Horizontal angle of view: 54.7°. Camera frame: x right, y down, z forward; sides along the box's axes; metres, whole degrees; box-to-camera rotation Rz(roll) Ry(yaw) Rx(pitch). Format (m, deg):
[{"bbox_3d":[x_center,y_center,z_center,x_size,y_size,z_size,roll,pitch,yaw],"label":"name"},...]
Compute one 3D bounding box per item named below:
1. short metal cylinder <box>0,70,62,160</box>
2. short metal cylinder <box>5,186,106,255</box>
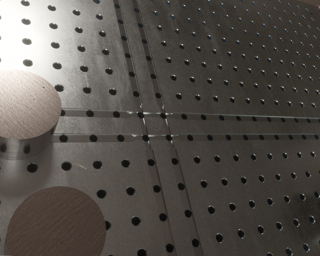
[{"bbox_3d":[-0.148,-0.013,0.321,0.081,0.050,0.080,14,56,-21],"label":"short metal cylinder"},{"bbox_3d":[-0.095,0.099,0.281,0.081,0.050,0.080,14,56,-21],"label":"short metal cylinder"}]
